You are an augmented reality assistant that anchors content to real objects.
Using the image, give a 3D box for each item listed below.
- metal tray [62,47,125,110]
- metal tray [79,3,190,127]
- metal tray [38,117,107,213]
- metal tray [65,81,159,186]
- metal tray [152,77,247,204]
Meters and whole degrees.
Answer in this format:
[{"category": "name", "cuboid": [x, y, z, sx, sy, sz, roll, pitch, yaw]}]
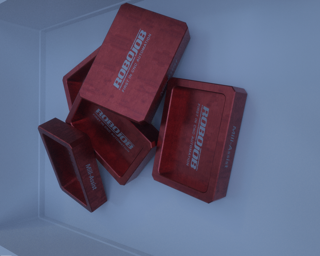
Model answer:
[{"category": "metal tray", "cuboid": [-0.095, -0.064, 0.477, 0.130, 0.030, 0.090, -26, 74, 36]}, {"category": "metal tray", "cuboid": [-0.030, -0.078, 0.379, 0.090, 0.030, 0.130, 24, 86, 14]}, {"category": "metal tray", "cuboid": [-0.131, 0.056, 0.468, 0.090, 0.030, 0.129, 22, 133, 37]}, {"category": "metal tray", "cuboid": [-0.066, 0.003, 0.426, 0.130, 0.030, 0.089, 45, 124, 14]}, {"category": "metal tray", "cuboid": [0.043, 0.011, 0.364, 0.090, 0.030, 0.129, 16, 100, 38]}]
